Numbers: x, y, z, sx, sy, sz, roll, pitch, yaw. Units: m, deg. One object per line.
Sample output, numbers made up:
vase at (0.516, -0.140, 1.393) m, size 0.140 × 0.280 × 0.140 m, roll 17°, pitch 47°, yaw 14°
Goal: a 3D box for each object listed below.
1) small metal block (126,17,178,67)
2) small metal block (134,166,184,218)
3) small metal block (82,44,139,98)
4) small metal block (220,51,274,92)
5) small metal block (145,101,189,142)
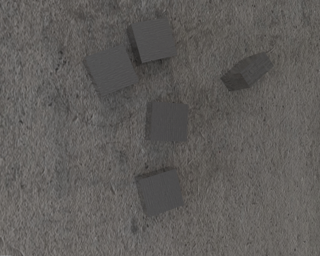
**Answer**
small metal block at (-0.011, -0.112, 0.405) m, size 0.050 × 0.025 × 0.050 m, roll -18°, pitch 96°, yaw -19°
small metal block at (-0.001, 0.083, 0.409) m, size 0.050 × 0.025 × 0.050 m, roll -14°, pitch 95°, yaw -20°
small metal block at (-0.061, -0.071, 0.386) m, size 0.050 × 0.025 × 0.050 m, roll -25°, pitch 98°, yaw -18°
small metal block at (0.123, -0.079, 0.441) m, size 0.050 × 0.050 × 0.025 m, roll -41°, pitch 103°, yaw -15°
small metal block at (0.009, -0.008, 0.412) m, size 0.050 × 0.025 × 0.050 m, roll 3°, pitch 89°, yaw -20°
